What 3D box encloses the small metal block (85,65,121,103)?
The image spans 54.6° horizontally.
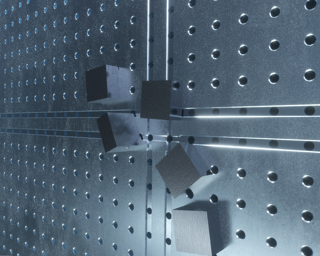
[{"bbox_3d":[-0.090,-0.068,0.485,0.050,0.025,0.050,-6,86,40],"label":"small metal block"}]

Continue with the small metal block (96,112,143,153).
[{"bbox_3d":[-0.057,0.006,0.441,0.025,0.050,0.050,-29,72,36],"label":"small metal block"}]

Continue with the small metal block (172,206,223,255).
[{"bbox_3d":[0.045,0.122,0.374,0.050,0.025,0.050,-10,84,39],"label":"small metal block"}]

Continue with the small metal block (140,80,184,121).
[{"bbox_3d":[0.002,-0.036,0.409,0.050,0.025,0.050,6,94,40],"label":"small metal block"}]

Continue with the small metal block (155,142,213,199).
[{"bbox_3d":[0.029,0.052,0.387,0.050,0.025,0.050,-47,62,30],"label":"small metal block"}]
